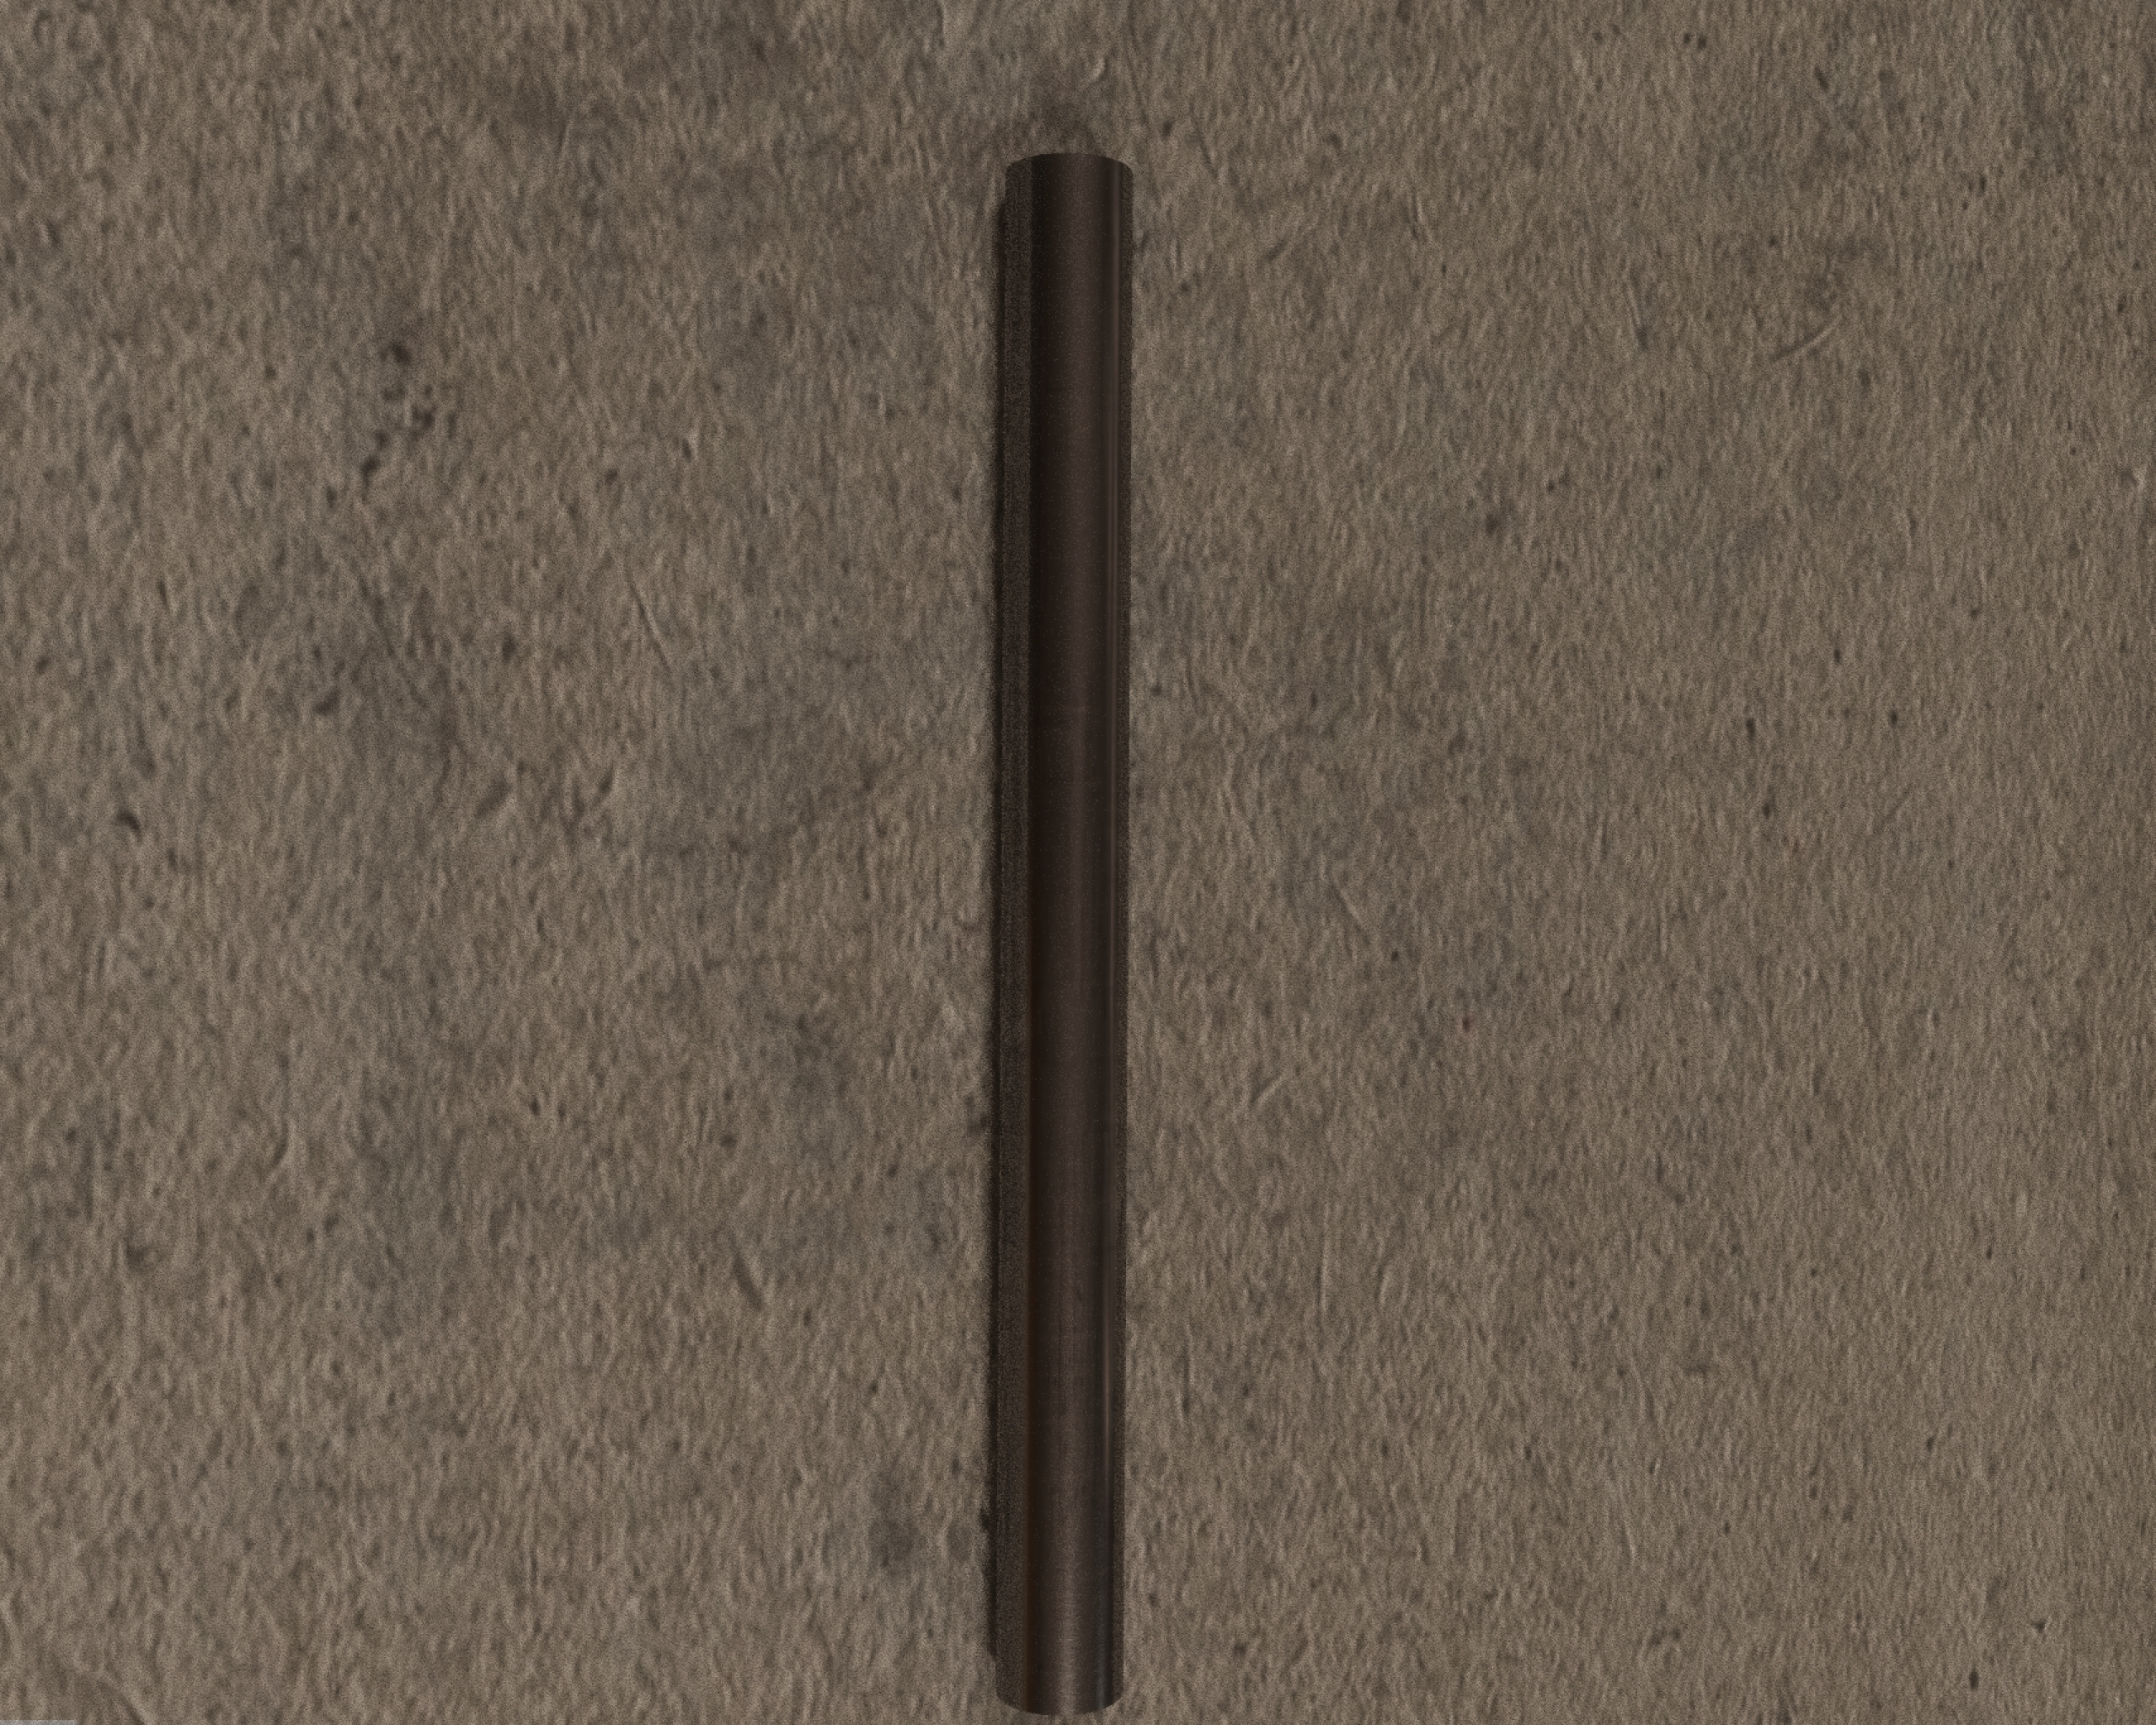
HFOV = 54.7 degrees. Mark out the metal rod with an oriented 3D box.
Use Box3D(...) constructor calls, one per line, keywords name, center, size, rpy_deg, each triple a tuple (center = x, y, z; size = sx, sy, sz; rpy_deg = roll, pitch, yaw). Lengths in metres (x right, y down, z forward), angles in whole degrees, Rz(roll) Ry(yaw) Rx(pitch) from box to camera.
Box3D(name="metal rod", center=(-0.003, 0.014, 0.410), size=(0.025, 0.025, 0.298), rpy_deg=(0, 90, -20))
